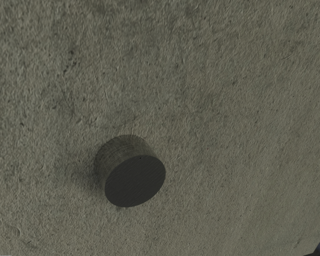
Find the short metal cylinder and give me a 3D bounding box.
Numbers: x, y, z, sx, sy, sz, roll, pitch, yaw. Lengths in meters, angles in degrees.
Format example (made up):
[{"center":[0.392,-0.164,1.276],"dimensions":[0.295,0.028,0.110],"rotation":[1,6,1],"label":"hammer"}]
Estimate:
[{"center":[-0.040,0.055,0.402],"dimensions":[0.081,0.050,0.080],"rotation":[-14,124,-21],"label":"short metal cylinder"}]
